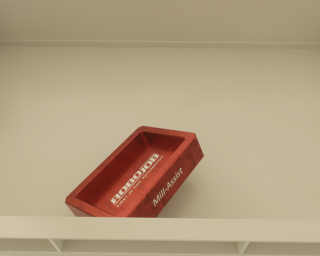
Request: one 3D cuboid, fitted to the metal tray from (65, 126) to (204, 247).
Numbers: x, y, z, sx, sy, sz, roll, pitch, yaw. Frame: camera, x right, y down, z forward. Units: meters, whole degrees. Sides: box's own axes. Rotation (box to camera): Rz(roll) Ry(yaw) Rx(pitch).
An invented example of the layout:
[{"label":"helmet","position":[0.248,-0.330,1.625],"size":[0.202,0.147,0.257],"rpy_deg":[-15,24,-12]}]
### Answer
[{"label":"metal tray","position":[-0.025,0.052,0.332],"size":[0.090,0.030,0.131],"rpy_deg":[8,43,43]}]
